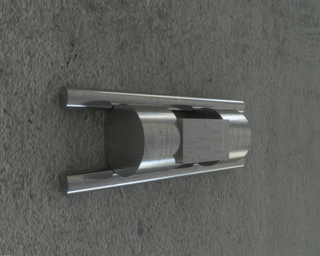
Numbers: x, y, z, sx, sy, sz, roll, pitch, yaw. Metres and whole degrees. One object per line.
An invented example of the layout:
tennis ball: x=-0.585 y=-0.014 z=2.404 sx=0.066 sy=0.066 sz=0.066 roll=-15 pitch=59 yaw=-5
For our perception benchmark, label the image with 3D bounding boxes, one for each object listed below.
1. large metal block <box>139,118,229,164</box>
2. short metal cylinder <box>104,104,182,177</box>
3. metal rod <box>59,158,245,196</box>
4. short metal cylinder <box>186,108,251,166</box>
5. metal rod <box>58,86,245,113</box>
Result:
large metal block: x=0.030 y=0.014 z=0.392 sx=0.081 sy=0.080 sz=0.050 roll=0 pitch=90 yaw=-40
short metal cylinder: x=-0.022 y=0.013 z=0.352 sx=0.050 sy=0.080 sz=0.079 roll=-1 pitch=91 yaw=-40
metal rod: x=0.015 y=0.057 z=0.419 sx=0.302 sy=0.025 sz=0.025 roll=-1 pitch=91 yaw=-40
short metal cylinder: x=0.080 y=0.012 z=0.436 sx=0.050 sy=0.080 sz=0.079 roll=-1 pitch=91 yaw=-40
metal rod: x=0.015 y=-0.033 z=0.419 sx=0.302 sy=0.025 sz=0.025 roll=-1 pitch=91 yaw=-40
